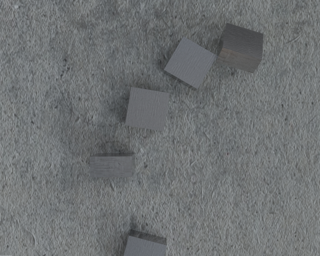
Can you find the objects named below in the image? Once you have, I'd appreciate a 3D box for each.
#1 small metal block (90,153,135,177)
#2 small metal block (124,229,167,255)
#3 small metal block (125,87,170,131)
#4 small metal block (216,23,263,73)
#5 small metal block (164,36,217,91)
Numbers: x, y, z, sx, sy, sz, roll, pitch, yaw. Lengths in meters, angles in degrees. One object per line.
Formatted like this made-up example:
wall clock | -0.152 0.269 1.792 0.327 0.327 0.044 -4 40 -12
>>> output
small metal block | -0.059 0.047 0.397 0.050 0.050 0.025 0 90 0
small metal block | -0.022 0.168 0.410 0.050 0.025 0.050 15 90 0
small metal block | -0.016 -0.024 0.410 0.050 0.025 0.050 9 90 0
small metal block | 0.103 -0.103 0.398 0.050 0.025 0.050 16 56 -2
small metal block | 0.039 -0.084 0.410 0.050 0.025 0.050 30 90 0
